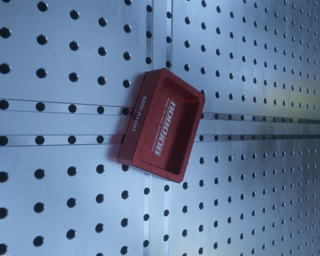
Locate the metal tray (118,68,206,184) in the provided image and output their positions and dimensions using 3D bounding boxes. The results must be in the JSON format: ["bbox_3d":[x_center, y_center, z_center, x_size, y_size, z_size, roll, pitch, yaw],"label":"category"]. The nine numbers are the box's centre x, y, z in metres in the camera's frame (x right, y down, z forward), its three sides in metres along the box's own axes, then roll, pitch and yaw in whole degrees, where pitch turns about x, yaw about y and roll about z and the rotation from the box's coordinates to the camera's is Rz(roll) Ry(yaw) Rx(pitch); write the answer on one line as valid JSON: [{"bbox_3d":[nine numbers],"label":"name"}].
[{"bbox_3d":[0.007,-0.002,0.410,0.090,0.030,0.130,28,73,-37],"label":"metal tray"}]
